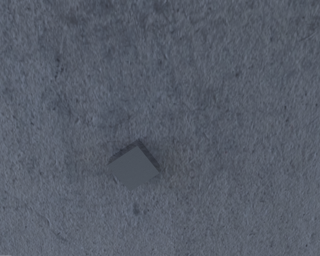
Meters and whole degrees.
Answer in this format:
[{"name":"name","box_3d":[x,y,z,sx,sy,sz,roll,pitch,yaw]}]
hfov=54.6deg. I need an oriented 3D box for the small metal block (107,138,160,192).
[{"name":"small metal block","box_3d":[-0.035,0.051,0.428,0.050,0.025,0.050,-34,107,11]}]
